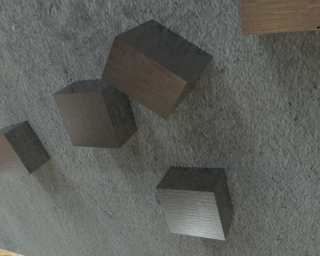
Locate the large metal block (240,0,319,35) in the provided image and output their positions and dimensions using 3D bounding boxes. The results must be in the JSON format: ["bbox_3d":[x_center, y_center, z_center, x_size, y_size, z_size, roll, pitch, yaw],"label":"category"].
[{"bbox_3d":[0.111,-0.125,0.254,0.080,0.050,0.079,4,120,26],"label":"large metal block"}]

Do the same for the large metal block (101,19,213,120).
[{"bbox_3d":[-0.001,-0.066,0.331,0.080,0.080,0.050,34,129,6],"label":"large metal block"}]

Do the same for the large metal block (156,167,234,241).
[{"bbox_3d":[0.050,0.101,0.427,0.080,0.050,0.080,-2,117,29],"label":"large metal block"}]

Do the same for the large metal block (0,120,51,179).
[{"bbox_3d":[-0.258,0.040,0.551,0.080,0.050,0.080,-12,112,33],"label":"large metal block"}]

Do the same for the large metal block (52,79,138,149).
[{"bbox_3d":[-0.086,-0.021,0.423,0.080,0.050,0.080,1,119,28],"label":"large metal block"}]
